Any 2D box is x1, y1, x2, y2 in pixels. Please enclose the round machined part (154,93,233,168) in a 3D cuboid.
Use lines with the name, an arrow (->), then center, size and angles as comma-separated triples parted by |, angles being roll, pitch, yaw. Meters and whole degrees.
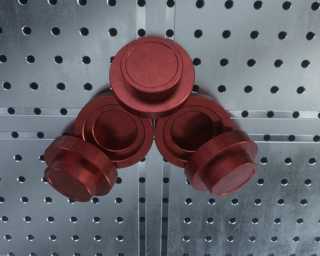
round machined part -> 0.042, 0.001, 0.405 | 0.099, 0.042, 0.097 | 0, 110, -1

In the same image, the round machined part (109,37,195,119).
round machined part -> -0.009, -0.063, 0.354 | 0.099, 0.042, 0.098 | 0, 72, -1

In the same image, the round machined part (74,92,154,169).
round machined part -> -0.057, 0.000, 0.403 | 0.099, 0.042, 0.097 | 0, 110, -1

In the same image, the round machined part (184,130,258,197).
round machined part -> 0.084, 0.052, 0.396 | 0.099, 0.042, 0.097 | -20, 143, -16

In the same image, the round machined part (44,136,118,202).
round machined part -> -0.108, 0.059, 0.400 | 0.098, 0.042, 0.097 | 16, 139, 15
